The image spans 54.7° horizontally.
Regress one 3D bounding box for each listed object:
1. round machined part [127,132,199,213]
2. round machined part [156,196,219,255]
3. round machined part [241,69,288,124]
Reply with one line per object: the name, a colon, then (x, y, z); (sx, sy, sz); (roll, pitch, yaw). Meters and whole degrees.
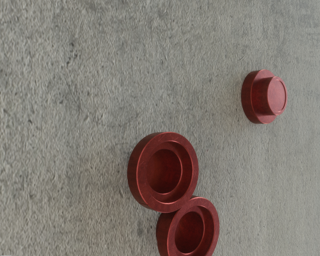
round machined part: (0.000, 0.054, 0.391); (0.099, 0.042, 0.097); (2, 87, -38)
round machined part: (0.033, 0.140, 0.422); (0.099, 0.042, 0.097); (0, 91, -40)
round machined part: (0.192, -0.056, 0.554); (0.099, 0.042, 0.097); (0, 90, -40)
